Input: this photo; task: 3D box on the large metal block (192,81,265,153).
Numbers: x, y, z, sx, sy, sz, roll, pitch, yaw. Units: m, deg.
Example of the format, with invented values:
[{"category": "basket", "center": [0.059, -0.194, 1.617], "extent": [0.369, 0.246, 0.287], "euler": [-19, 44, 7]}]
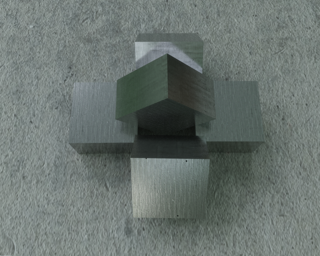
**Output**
[{"category": "large metal block", "center": [0.082, -0.013, 0.399], "extent": [0.081, 0.050, 0.080], "euler": [0, 70, -1]}]

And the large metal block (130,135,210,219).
[{"category": "large metal block", "center": [0.011, 0.055, 0.354], "extent": [0.081, 0.079, 0.050], "euler": [1, 27, 1]}]

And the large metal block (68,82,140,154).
[{"category": "large metal block", "center": [-0.067, -0.012, 0.399], "extent": [0.081, 0.050, 0.080], "euler": [0, 70, -1]}]

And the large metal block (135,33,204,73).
[{"category": "large metal block", "center": [0.011, -0.094, 0.408], "extent": [0.081, 0.080, 0.050], "euler": [0, 114, 0]}]

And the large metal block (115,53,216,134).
[{"category": "large metal block", "center": [0.007, -0.033, 0.357], "extent": [0.080, 0.080, 0.050], "euler": [-19, 64, 40]}]
